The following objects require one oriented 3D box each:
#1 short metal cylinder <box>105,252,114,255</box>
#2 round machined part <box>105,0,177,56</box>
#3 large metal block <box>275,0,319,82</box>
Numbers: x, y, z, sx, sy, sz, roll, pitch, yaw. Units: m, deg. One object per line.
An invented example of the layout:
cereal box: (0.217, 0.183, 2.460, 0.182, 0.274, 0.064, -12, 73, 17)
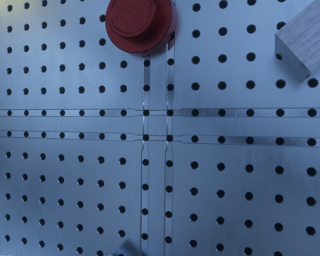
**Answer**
short metal cylinder: (-0.077, 0.214, 0.411, 0.050, 0.080, 0.080, 41, 103, 15)
round machined part: (-0.031, -0.149, 0.414, 0.098, 0.042, 0.097, 0, 90, 20)
large metal block: (0.170, -0.098, 0.323, 0.080, 0.080, 0.050, -40, 78, 16)
